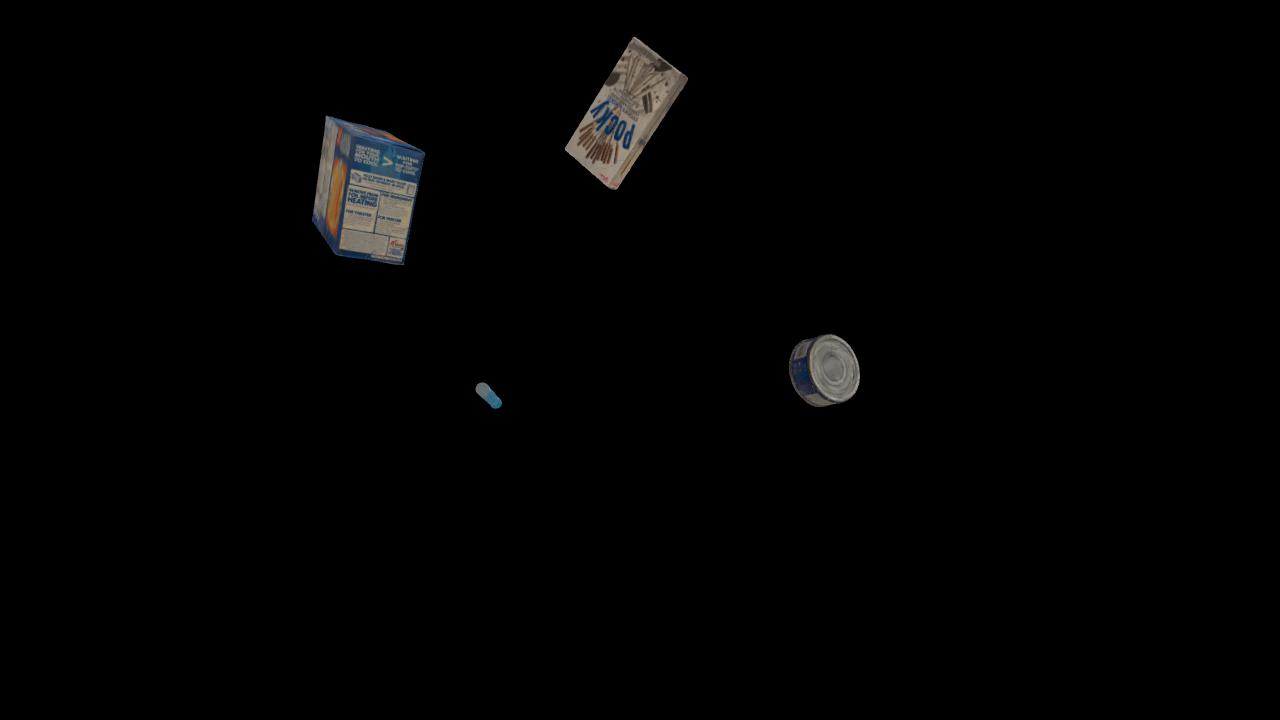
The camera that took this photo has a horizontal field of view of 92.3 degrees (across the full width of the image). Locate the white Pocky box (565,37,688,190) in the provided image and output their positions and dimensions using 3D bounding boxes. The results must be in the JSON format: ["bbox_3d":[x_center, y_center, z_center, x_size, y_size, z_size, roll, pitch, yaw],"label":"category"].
[{"bbox_3d":[-0.019,-0.292,0.736,0.084,0.154,0.028,44,22,17],"label":"white Pocky box"}]

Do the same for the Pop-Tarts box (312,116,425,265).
[{"bbox_3d":[-0.345,-0.214,0.770,0.083,0.141,0.167,3,22,-39],"label":"Pop-Tarts box"}]

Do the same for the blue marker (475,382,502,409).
[{"bbox_3d":[-0.228,0.056,0.935,0.020,0.020,0.121,0,-14,-3],"label":"blue marker"}]

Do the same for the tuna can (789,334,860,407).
[{"bbox_3d":[0.220,0.012,0.729,0.084,0.084,0.034,0,-12,-28],"label":"tuna can"}]
